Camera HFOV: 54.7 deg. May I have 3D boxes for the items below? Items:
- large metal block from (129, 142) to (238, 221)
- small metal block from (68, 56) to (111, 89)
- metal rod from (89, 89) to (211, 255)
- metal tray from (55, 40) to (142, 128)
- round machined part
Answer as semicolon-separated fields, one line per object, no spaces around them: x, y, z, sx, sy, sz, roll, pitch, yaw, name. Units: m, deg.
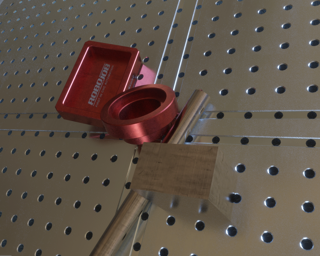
0.029;0.056;0.323;0.080;0.080;0.050;2;63;29;large metal block
-0.119;-0.095;0.527;0.050;0.025;0.050;8;65;31;small metal block
-0.024;0.080;0.370;0.025;0.025;0.300;23;74;36;metal rod
-0.090;-0.068;0.472;0.090;0.030;0.130;12;67;10;metal tray
-0.023;-0.015;0.402;0.098;0.042;0.098;-12;32;8;round machined part
